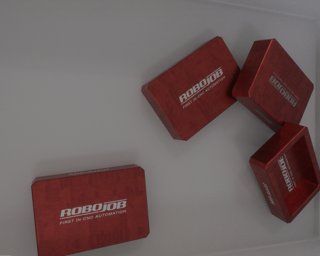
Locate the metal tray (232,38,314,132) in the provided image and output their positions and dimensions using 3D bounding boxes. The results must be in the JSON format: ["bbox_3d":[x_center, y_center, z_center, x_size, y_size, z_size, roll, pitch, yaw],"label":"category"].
[{"bbox_3d":[0.168,-0.056,0.450,0.131,0.030,0.090,31,79,-35],"label":"metal tray"}]

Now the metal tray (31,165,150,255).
[{"bbox_3d":[-0.082,0.098,0.378,0.131,0.030,0.089,-5,92,-20],"label":"metal tray"}]

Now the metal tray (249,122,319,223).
[{"bbox_3d":[0.190,0.067,0.456,0.090,0.030,0.130,-40,121,-15],"label":"metal tray"}]

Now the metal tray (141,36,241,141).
[{"bbox_3d":[0.052,-0.054,0.427,0.131,0.030,0.090,-37,102,-16],"label":"metal tray"}]
